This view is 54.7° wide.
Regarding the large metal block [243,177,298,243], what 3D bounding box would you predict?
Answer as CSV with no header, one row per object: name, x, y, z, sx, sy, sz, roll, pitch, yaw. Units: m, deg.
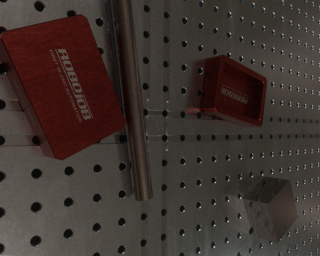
large metal block,0.204,0.147,0.568,0.081,0.050,0.080,-29,109,-36

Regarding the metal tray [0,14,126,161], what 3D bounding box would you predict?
metal tray,-0.099,-0.043,0.324,0.091,0.030,0.129,-31,109,-36

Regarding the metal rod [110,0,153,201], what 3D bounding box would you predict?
metal rod,-0.037,-0.059,0.379,0.025,0.025,0.298,-11,97,-40

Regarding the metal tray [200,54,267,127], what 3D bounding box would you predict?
metal tray,0.126,-0.057,0.514,0.131,0.030,0.090,14,81,-39
